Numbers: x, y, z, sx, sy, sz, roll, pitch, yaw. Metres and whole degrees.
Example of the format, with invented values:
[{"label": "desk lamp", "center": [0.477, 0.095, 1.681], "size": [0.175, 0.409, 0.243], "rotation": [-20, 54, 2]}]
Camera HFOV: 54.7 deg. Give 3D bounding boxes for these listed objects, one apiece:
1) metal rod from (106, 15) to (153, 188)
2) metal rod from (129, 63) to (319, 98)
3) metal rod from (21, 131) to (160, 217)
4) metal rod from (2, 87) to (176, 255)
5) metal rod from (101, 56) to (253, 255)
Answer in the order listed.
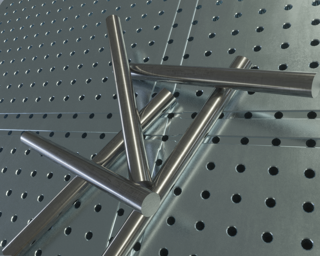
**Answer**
[{"label": "metal rod", "center": [-0.049, -0.056, 0.431], "size": [0.025, 0.025, 0.299], "rotation": [-23, 55, 14]}, {"label": "metal rod", "center": [0.042, -0.067, 0.399], "size": [0.300, 0.025, 0.025], "rotation": [14, 68, 42]}, {"label": "metal rod", "center": [-0.113, 0.046, 0.406], "size": [0.300, 0.025, 0.025], "rotation": [16, 70, 44]}, {"label": "metal rod", "center": [-0.091, 0.059, 0.417], "size": [0.300, 0.025, 0.025], "rotation": [-46, 51, -4]}, {"label": "metal rod", "center": [0.025, 0.035, 0.372], "size": [0.025, 0.025, 0.300], "rotation": [26, 76, 36]}]
